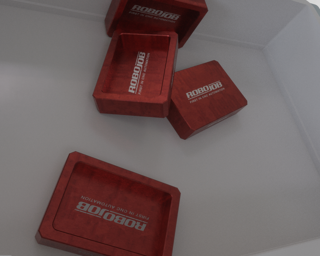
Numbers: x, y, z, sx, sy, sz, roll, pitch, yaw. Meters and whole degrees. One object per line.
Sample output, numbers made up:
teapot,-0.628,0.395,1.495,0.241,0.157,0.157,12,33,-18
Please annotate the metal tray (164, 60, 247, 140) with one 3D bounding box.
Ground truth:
metal tray,0.061,-0.046,0.463,0.131,0.030,0.090,-24,75,-37

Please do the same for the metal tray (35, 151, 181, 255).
metal tray,-0.047,0.088,0.322,0.131,0.030,0.090,22,53,-15

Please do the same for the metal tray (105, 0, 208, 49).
metal tray,-0.006,-0.168,0.462,0.131,0.090,0.030,2,61,-27

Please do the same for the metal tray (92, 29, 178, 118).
metal tray,-0.027,-0.076,0.409,0.090,0.030,0.130,5,55,6
